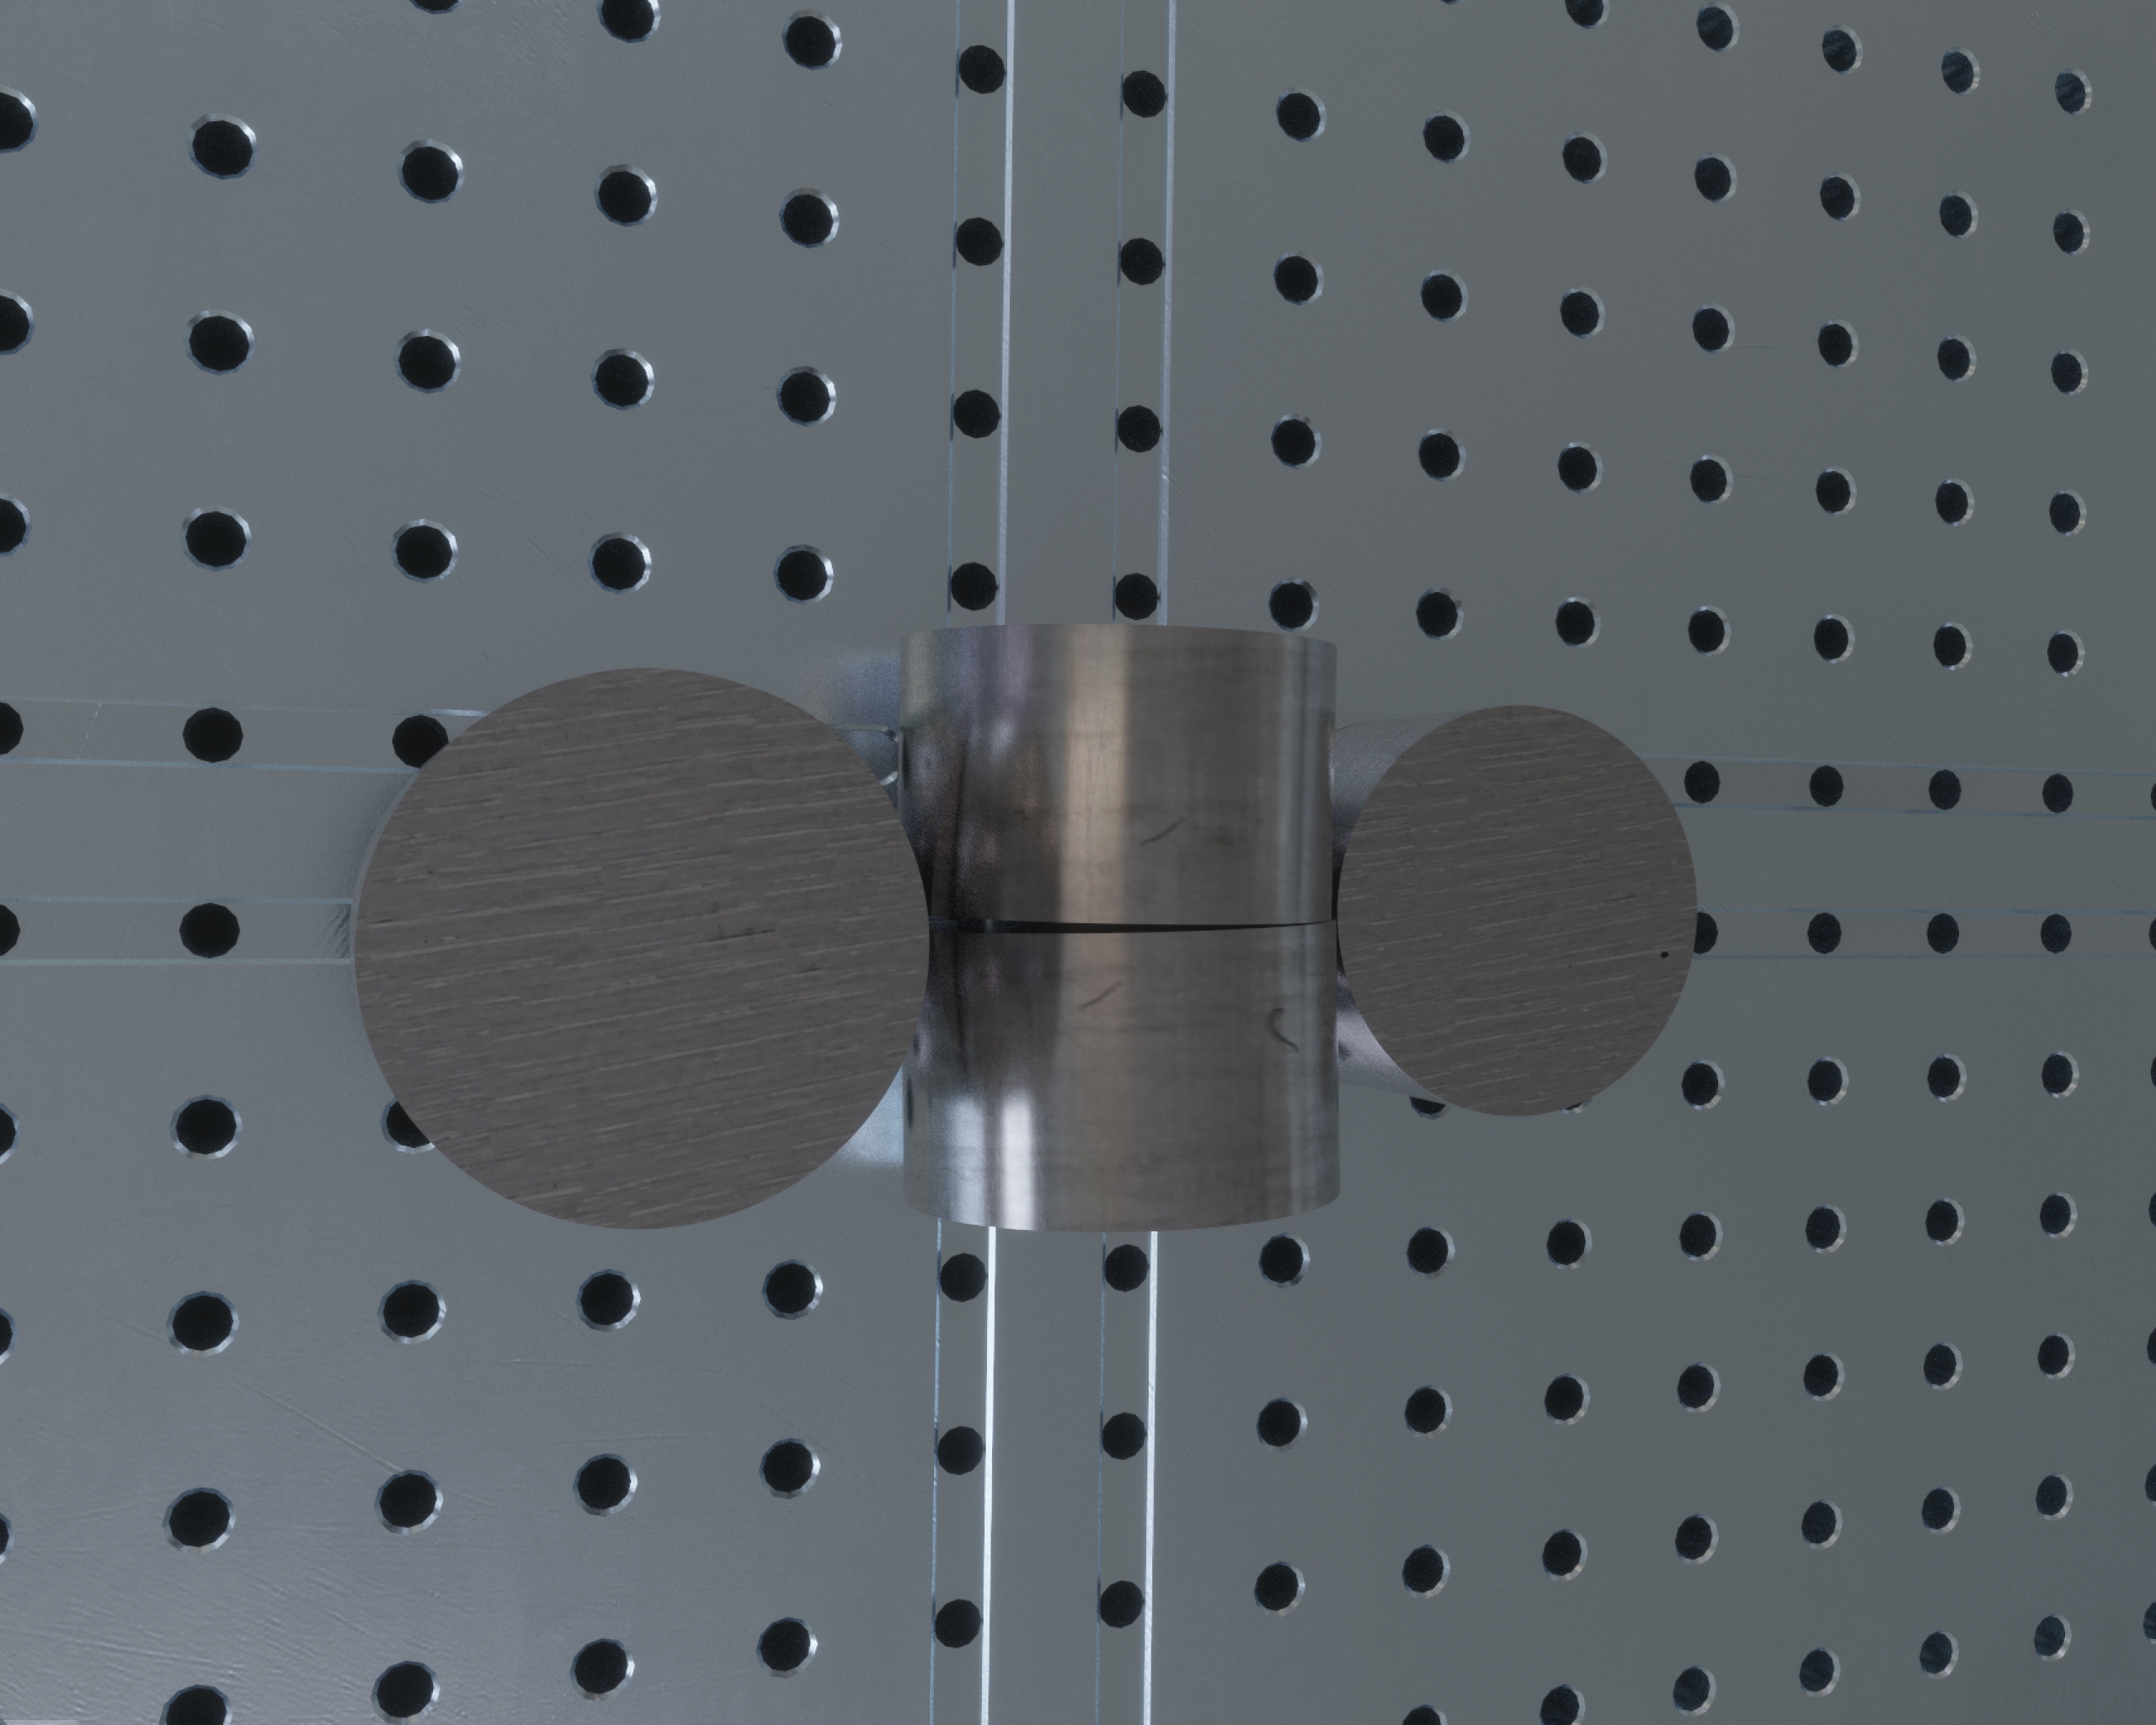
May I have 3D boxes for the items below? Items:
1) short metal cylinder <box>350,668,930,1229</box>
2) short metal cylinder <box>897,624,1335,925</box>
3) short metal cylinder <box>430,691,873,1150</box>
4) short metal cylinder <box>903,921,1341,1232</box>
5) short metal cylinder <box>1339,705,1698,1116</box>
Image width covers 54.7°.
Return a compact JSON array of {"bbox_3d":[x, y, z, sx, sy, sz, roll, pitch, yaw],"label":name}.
[{"bbox_3d":[-0.068,0.012,0.319,0.081,0.050,0.079,0,90,-20],"label":"short metal cylinder"},{"bbox_3d":[0.007,-0.015,0.386,0.081,0.080,0.050,1,91,-20],"label":"short metal cylinder"},{"bbox_3d":[-0.074,0.008,0.372,0.081,0.050,0.079,0,90,-20],"label":"short metal cylinder"},{"bbox_3d":[0.008,0.036,0.386,0.081,0.080,0.050,-1,91,-20],"label":"short metal cylinder"},{"bbox_3d":[0.078,0.009,0.427,0.081,0.050,0.079,0,90,-20],"label":"short metal cylinder"}]
